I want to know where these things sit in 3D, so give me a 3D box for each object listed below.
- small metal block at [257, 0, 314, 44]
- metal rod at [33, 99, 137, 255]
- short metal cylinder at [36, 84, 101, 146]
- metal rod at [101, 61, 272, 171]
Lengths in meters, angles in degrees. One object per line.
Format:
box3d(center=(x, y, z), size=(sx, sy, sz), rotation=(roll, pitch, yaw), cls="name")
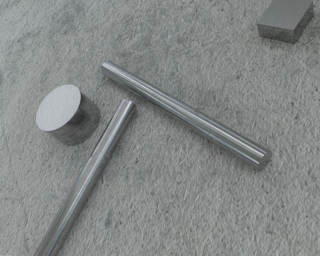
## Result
box3d(center=(0.164, -0.142, 0.405), size=(0.050, 0.025, 0.050), rotation=(27, 76, 37), cls="small metal block")
box3d(center=(-0.109, 0.093, 0.403), size=(0.025, 0.025, 0.300), rotation=(15, 69, 34), cls="metal rod")
box3d(center=(-0.139, -0.019, 0.472), size=(0.080, 0.050, 0.080), rotation=(-13, 56, 21), cls="short metal cylinder")
box3d(center=(0.012, -0.032, 0.416), size=(0.300, 0.025, 0.025), rotation=(34, 81, 38), cls="metal rod")
